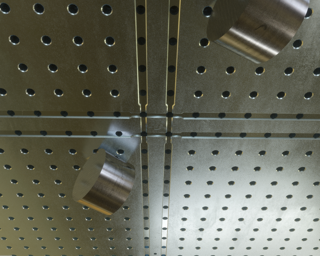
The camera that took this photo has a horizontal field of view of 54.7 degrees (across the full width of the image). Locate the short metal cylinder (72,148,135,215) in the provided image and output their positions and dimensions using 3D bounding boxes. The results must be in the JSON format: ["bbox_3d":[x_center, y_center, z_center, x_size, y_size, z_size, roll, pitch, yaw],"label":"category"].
[{"bbox_3d":[-0.080,0.076,0.439,0.050,0.080,0.080,34,122,-25],"label":"short metal cylinder"}]

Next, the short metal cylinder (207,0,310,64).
[{"bbox_3d":[0.087,-0.107,0.285,0.050,0.080,0.080,22,127,-18],"label":"short metal cylinder"}]
